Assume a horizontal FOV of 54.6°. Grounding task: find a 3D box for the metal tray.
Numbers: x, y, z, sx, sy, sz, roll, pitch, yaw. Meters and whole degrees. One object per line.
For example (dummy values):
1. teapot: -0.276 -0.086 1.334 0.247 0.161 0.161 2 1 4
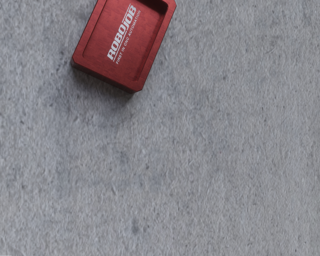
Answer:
1. metal tray: -0.044 -0.119 0.389 0.090 0.030 0.130 24 82 -19
